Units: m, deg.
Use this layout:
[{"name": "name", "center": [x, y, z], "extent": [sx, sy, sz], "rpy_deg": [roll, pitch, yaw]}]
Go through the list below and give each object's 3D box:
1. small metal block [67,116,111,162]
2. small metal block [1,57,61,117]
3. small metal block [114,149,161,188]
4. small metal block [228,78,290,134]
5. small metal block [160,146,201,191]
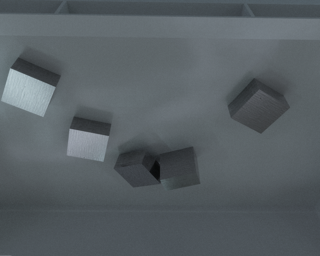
[{"name": "small metal block", "center": [-0.097, 0.016, 0.422], "extent": [0.050, 0.025, 0.050], "rpy_deg": [11, 129, -10]}, {"name": "small metal block", "center": [-0.153, -0.047, 0.367], "extent": [0.050, 0.025, 0.050], "rpy_deg": [23, 126, -19]}, {"name": "small metal block", "center": [-0.030, 0.060, 0.452], "extent": [0.050, 0.025, 0.050], "rpy_deg": [-14, 131, 31]}, {"name": "small metal block", "center": [0.122, -0.026, 0.388], "extent": [0.050, 0.025, 0.050], "rpy_deg": [25, 126, -20]}, {"name": "small metal block", "center": [0.028, 0.058, 0.442], "extent": [0.050, 0.050, 0.025], "rpy_deg": [-14, 129, 11]}]
